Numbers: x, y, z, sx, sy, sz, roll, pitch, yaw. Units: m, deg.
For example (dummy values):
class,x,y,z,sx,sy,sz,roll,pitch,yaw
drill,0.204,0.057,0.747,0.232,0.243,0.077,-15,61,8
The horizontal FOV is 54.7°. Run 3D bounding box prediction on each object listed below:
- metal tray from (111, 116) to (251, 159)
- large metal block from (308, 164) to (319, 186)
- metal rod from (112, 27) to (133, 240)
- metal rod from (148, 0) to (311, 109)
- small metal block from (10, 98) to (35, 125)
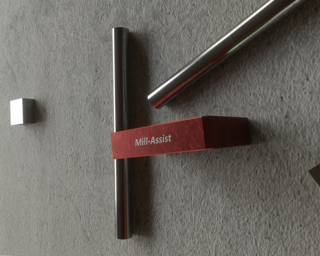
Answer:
class,x,y,z,sx,sy,sz,roll,pitch,yaw
metal tray,0.021,0.012,0.343,0.130,0.091,0.030,-10,84,39
large metal block,0.171,0.028,0.228,0.080,0.081,0.050,-44,64,31
metal rod,-0.054,0.007,0.447,0.025,0.025,0.298,-2,89,39
metal rod,0.096,-0.105,0.324,0.299,0.025,0.025,-34,69,34
small metal block,-0.281,-0.032,0.633,0.050,0.025,0.050,-5,87,39
